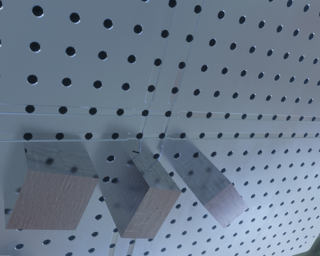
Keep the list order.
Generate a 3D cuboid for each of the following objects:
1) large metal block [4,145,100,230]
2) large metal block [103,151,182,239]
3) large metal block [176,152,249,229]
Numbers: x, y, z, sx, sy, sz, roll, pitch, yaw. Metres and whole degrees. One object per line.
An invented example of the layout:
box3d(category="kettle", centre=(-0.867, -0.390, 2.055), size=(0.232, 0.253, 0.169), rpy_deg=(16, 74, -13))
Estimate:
box3d(category="large metal block", centre=(-0.131, 0.073, 0.370), size=(0.081, 0.050, 0.080), rpy_deg=(15, 111, -35))
box3d(category="large metal block", centre=(-0.027, 0.089, 0.418), size=(0.050, 0.080, 0.080), rpy_deg=(16, 110, -35))
box3d(category="large metal block", centre=(0.081, 0.096, 0.482), size=(0.050, 0.080, 0.080), rpy_deg=(-40, 130, -2))
